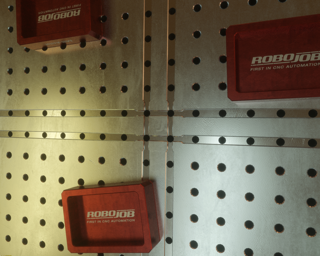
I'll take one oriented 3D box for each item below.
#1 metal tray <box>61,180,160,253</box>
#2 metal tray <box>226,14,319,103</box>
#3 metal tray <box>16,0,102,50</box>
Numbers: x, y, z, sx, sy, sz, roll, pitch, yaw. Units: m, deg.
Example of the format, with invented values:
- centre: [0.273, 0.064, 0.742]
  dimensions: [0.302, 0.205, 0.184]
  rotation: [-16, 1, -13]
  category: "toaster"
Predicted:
- centre: [-0.071, 0.125, 0.435]
  dimensions: [0.130, 0.030, 0.090]
  rotation: [-8, 87, 19]
  category: "metal tray"
- centre: [0.145, -0.078, 0.358]
  dimensions: [0.130, 0.030, 0.090]
  rotation: [-1, 90, 20]
  category: "metal tray"
- centre: [-0.153, -0.173, 0.464]
  dimensions: [0.130, 0.030, 0.090]
  rotation: [-2, 89, 20]
  category: "metal tray"
